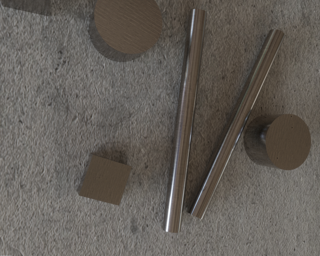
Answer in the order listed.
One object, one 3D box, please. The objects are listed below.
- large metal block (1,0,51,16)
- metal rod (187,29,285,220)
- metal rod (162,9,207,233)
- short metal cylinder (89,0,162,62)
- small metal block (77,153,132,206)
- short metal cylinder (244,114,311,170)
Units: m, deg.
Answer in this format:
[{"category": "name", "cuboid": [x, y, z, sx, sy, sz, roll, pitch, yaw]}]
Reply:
[{"category": "large metal block", "cuboid": [-0.139, -0.176, 0.328, 0.050, 0.080, 0.080, 6, 88, -20]}, {"category": "metal rod", "cuboid": [0.114, -0.012, 0.451, 0.025, 0.025, 0.299, 29, 80, -18]}, {"category": "metal rod", "cuboid": [0.034, -0.011, 0.421, 0.025, 0.025, 0.298, 8, 87, -20]}, {"category": "short metal cylinder", "cuboid": [-0.044, -0.125, 0.380, 0.081, 0.050, 0.080, 0, 90, -20]}, {"category": "small metal block", "cuboid": [-0.069, 0.063, 0.384, 0.050, 0.025, 0.050, 20, 83, -19]}, {"category": "short metal cylinder", "cuboid": [0.174, 0.020, 0.460, 0.081, 0.050, 0.080, 0, 90, -20]}]
